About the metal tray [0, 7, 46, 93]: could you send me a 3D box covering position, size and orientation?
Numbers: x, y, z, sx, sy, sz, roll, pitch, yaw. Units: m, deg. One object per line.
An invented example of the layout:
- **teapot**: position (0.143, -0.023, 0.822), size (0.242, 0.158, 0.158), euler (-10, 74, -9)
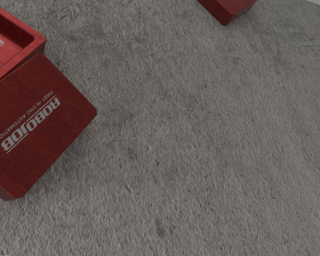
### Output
- **metal tray**: position (-0.203, -0.081, 0.340), size (0.090, 0.030, 0.130), euler (33, 51, -6)

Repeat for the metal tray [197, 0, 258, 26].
- **metal tray**: position (0.138, -0.271, 0.640), size (0.090, 0.030, 0.131), euler (46, 51, 4)

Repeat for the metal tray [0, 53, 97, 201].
- **metal tray**: position (-0.136, -0.004, 0.313), size (0.090, 0.030, 0.130), euler (49, 49, -18)
